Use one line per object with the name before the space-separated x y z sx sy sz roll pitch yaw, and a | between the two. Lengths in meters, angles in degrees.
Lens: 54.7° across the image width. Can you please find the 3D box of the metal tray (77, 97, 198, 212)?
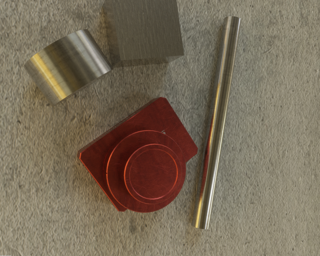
metal tray | -0.026 0.031 0.398 0.131 0.030 0.090 -36 102 -17

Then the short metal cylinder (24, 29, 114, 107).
short metal cylinder | -0.099 -0.066 0.343 0.080 0.080 0.050 -36 102 -17

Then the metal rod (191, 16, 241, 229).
metal rod | 0.081 -0.010 0.440 0.025 0.025 0.298 11 86 -20

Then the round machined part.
round machined part | -0.014 0.051 0.363 0.099 0.042 0.097 0 90 -20

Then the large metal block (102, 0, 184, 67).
large metal block | -0.022 -0.123 0.388 0.081 0.050 0.079 -10 94 -20
